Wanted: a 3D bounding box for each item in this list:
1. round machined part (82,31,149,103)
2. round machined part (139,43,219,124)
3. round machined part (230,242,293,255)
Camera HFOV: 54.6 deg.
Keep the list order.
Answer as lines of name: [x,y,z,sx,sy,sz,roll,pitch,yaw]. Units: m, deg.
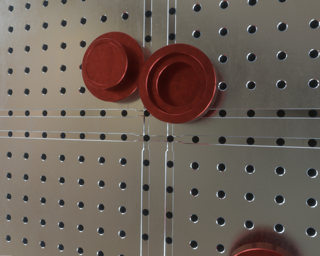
round machined part: [-0.067,-0.085,0.428,0.098,0.042,0.097,0,90,20]
round machined part: [0.026,-0.054,0.395,0.098,0.042,0.097,0,90,20]
round machined part: [0.122,0.182,0.361,0.098,0.042,0.097,0,90,20]
